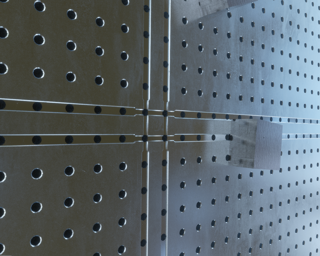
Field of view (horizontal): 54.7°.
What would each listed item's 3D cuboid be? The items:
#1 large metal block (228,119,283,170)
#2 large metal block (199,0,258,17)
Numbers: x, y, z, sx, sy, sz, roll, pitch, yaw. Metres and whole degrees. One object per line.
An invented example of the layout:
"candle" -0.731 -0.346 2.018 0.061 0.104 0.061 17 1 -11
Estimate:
"large metal block" 0.166 0.029 0.535 0.081 0.050 0.080 9 84 -40
"large metal block" 0.100 -0.226 0.479 0.081 0.050 0.080 -28 108 -37
